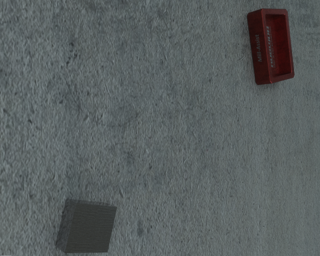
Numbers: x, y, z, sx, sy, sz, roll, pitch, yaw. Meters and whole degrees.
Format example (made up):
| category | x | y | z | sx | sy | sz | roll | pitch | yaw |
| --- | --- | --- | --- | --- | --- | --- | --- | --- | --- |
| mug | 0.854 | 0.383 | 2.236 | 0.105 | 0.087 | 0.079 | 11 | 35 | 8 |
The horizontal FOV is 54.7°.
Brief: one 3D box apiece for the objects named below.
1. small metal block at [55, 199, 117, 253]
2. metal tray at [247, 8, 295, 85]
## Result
| category | x | y | z | sx | sy | sz | roll | pitch | yaw |
| --- | --- | --- | --- | --- | --- | --- | --- | --- | --- |
| small metal block | -0.080 | 0.107 | 0.338 | 0.050 | 0.025 | 0.050 | 18 | 79 | -39 |
| metal tray | 0.208 | -0.151 | 0.574 | 0.091 | 0.030 | 0.129 | -17 | 101 | -39 |
